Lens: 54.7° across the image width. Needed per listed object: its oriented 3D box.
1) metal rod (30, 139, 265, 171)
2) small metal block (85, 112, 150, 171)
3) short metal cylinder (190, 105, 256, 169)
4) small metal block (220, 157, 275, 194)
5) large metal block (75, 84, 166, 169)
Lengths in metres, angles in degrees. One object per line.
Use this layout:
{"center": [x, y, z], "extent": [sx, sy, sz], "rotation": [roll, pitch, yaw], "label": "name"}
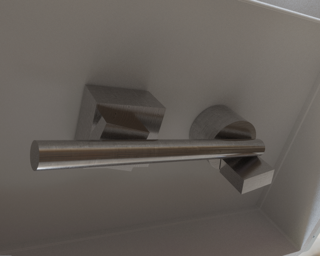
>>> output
{"center": [0.018, 0.025, 0.342], "extent": [0.302, 0.025, 0.025], "rotation": [1, 118, -38], "label": "metal rod"}
{"center": [-0.047, 0.015, 0.327], "extent": [0.050, 0.025, 0.050], "rotation": [14, 111, -34], "label": "small metal block"}
{"center": [0.091, 0.013, 0.450], "extent": [0.081, 0.050, 0.079], "rotation": [-14, 125, -21], "label": "short metal cylinder"}
{"center": [0.119, 0.059, 0.428], "extent": [0.050, 0.050, 0.025], "rotation": [-14, 124, -21], "label": "small metal block"}
{"center": [-0.049, -0.001, 0.363], "extent": [0.081, 0.050, 0.079], "rotation": [3, 117, -30], "label": "large metal block"}
